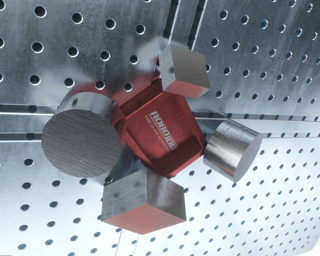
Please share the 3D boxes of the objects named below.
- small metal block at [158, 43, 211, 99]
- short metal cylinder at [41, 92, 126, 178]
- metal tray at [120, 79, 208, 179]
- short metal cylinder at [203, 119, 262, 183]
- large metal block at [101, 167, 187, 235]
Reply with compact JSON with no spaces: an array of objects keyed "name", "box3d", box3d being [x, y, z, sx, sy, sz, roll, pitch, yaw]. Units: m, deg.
[{"name":"small metal block","box3d":[0.029,-0.066,0.366,0.050,0.050,0.025,9,151,-32]},{"name":"short metal cylinder","box3d":[-0.080,0.007,0.336,0.081,0.050,0.079,0,116,0]},{"name":"metal tray","box3d":[0.004,0.008,0.414,0.090,0.030,0.130,-36,129,-5]},{"name":"short metal cylinder","box3d":[0.107,0.033,0.454,0.080,0.050,0.079,-39,145,-34]},{"name":"large metal block","box3d":[-0.022,0.104,0.425,0.080,0.050,0.080,-28,136,29]}]
